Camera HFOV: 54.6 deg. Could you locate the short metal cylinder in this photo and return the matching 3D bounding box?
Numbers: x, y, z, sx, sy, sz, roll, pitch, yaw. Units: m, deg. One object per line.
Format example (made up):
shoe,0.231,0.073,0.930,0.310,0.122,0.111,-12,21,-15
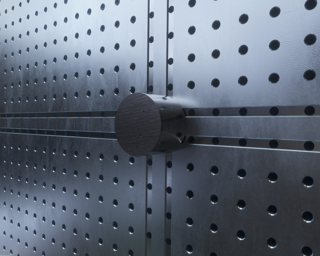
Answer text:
short metal cylinder,-0.013,-0.004,0.405,0.080,0.050,0.080,0,90,40
